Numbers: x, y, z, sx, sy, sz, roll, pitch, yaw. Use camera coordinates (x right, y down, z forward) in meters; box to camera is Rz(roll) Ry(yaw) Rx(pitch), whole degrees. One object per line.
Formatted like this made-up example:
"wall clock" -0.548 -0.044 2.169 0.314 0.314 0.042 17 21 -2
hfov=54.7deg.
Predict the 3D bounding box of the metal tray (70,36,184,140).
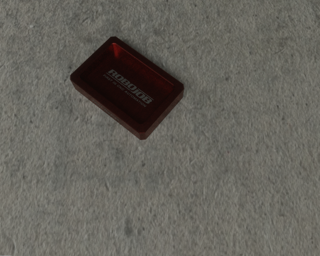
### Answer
"metal tray" -0.044 -0.057 0.425 0.130 0.030 0.090 37 74 12
